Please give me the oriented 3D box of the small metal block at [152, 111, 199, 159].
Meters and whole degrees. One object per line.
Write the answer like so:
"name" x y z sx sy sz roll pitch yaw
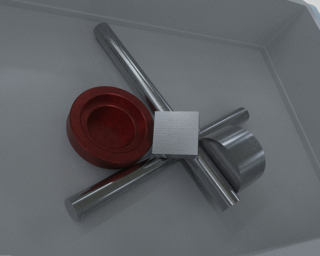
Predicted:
"small metal block" 0.020 0.008 0.358 0.050 0.025 0.050 1 74 10

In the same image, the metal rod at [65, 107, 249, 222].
"metal rod" 0.021 0.030 0.398 0.302 0.025 0.025 -25 76 -37

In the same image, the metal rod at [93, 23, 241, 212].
"metal rod" -0.002 -0.027 0.398 0.025 0.025 0.299 -21 66 -36

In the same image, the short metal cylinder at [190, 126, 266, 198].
"short metal cylinder" 0.083 0.042 0.389 0.050 0.080 0.080 -22 74 -36

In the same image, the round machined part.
"round machined part" -0.059 0.003 0.361 0.099 0.042 0.098 14 56 -21
